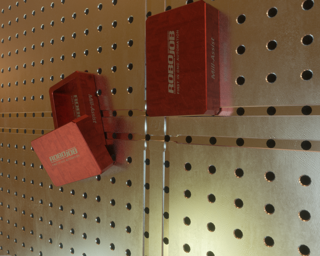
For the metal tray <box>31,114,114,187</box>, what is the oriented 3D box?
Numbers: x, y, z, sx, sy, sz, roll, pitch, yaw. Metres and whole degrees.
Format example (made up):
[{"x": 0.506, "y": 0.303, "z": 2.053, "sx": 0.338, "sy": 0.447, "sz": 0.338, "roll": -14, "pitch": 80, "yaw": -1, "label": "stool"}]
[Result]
[{"x": -0.145, "y": 0.040, "z": 0.502, "sx": 0.130, "sy": 0.030, "sz": 0.090, "roll": -20, "pitch": 100, "yaw": 38, "label": "metal tray"}]

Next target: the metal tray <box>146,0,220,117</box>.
[{"x": 0.026, "y": -0.079, "z": 0.383, "sx": 0.090, "sy": 0.030, "sz": 0.129, "roll": -1, "pitch": 89, "yaw": 39, "label": "metal tray"}]

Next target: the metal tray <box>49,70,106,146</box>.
[{"x": -0.141, "y": -0.019, "z": 0.518, "sx": 0.090, "sy": 0.030, "sz": 0.129, "roll": -20, "pitch": 78, "yaw": 38, "label": "metal tray"}]
